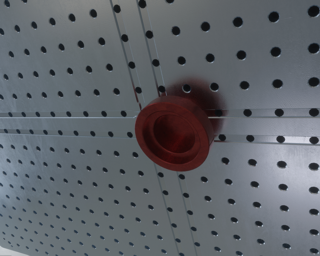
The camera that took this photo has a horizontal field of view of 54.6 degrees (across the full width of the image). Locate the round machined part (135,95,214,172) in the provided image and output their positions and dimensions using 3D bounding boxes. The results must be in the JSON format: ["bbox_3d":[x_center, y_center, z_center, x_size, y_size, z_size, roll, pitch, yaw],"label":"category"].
[{"bbox_3d":[0.021,0.003,0.392,0.098,0.042,0.097,13,124,21],"label":"round machined part"}]
